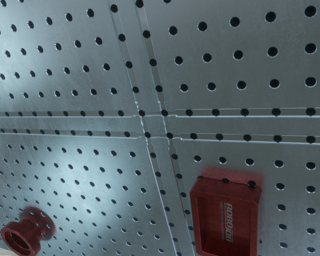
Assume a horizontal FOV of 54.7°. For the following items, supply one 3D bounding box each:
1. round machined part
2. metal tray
[{"bbox_3d":[-0.316,0.254,0.720,0.098,0.042,0.097,13,124,20],"label":"round machined part"},{"bbox_3d":[0.094,0.137,0.441,0.090,0.030,0.129,6,121,25],"label":"metal tray"}]
